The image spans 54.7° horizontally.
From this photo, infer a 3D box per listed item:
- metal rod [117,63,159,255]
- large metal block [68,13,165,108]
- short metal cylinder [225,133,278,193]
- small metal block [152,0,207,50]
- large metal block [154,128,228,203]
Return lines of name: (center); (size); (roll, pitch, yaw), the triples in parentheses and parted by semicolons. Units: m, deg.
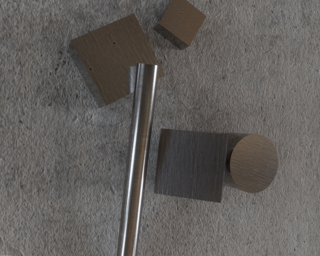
metal rod: (-0.031, 0.075, 0.369); (0.025, 0.025, 0.298); (4, 100, -20)
large metal block: (-0.054, -0.079, 0.376); (0.080, 0.050, 0.080); (-30, 100, -18)
short metal cylinder: (0.118, 0.047, 0.438); (0.081, 0.050, 0.079); (0, 91, -23)
small metal block: (0.026, -0.143, 0.419); (0.050, 0.025, 0.050); (32, 80, -17)
large metal block: (0.042, 0.045, 0.392); (0.080, 0.050, 0.080); (5, 88, 14)
